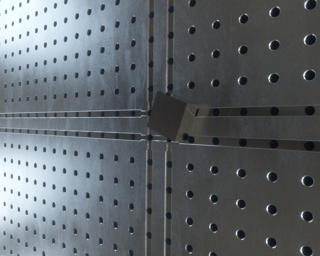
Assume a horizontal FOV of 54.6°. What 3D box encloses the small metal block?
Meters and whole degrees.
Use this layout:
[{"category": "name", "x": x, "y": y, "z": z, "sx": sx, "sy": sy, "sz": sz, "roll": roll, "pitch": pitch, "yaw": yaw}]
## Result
[{"category": "small metal block", "x": 0.015, "y": -0.015, "z": 0.398, "sx": 0.050, "sy": 0.025, "sz": 0.050, "roll": 28, "pitch": 107, "yaw": 36}]
